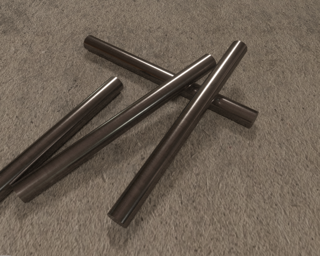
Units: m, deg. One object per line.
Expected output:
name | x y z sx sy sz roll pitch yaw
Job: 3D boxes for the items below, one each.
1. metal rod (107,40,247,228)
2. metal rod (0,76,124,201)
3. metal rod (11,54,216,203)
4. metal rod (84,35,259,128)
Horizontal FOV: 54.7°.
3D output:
metal rod | 0.036 -0.011 0.389 0.025 0.025 0.301 26 62 20
metal rod | -0.148 0.029 0.376 0.025 0.025 0.301 27 55 21
metal rod | -0.042 -0.011 0.392 0.302 0.025 0.025 -37 59 -20
metal rod | 0.003 -0.078 0.468 0.300 0.025 0.025 29 56 21
